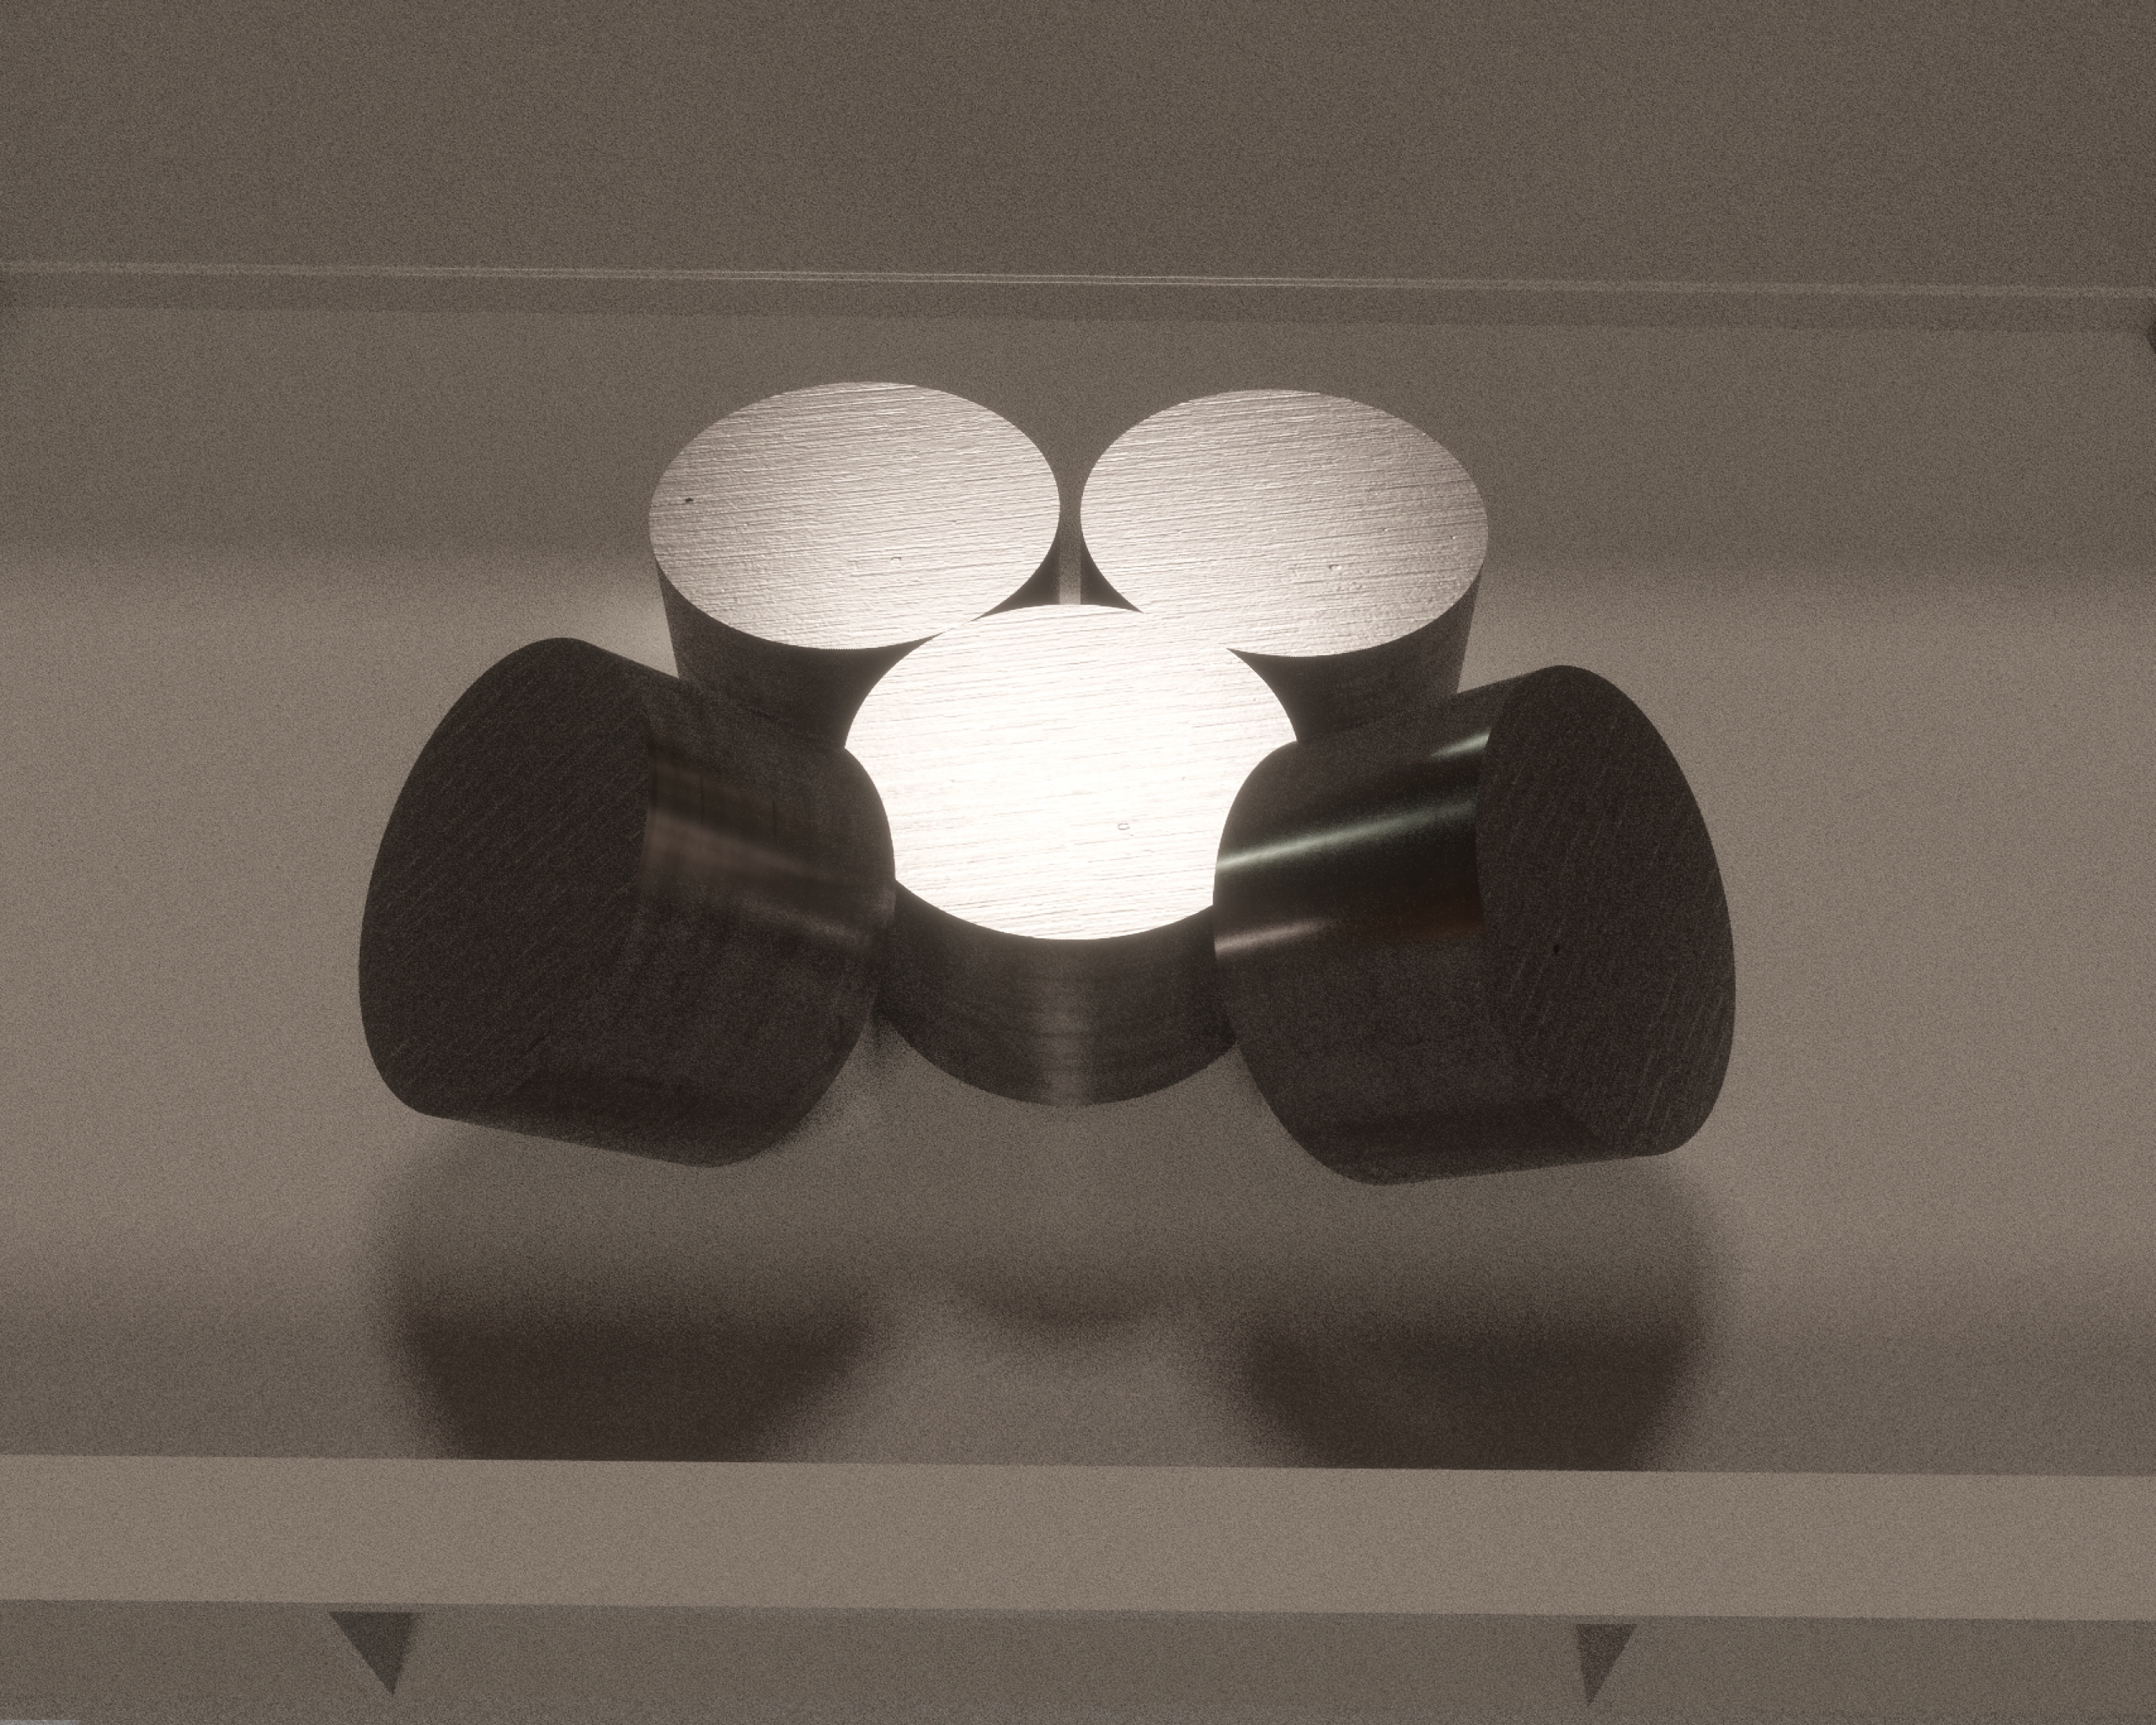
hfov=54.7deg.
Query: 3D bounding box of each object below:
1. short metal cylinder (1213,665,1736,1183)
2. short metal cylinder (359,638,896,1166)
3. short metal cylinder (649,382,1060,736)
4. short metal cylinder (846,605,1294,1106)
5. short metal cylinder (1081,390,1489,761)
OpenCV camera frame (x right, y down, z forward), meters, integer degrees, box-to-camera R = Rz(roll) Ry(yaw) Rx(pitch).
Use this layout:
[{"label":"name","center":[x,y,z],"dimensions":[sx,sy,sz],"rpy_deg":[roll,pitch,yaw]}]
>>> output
[{"label":"short metal cylinder","center":[0.068,0.012,0.350],"dimensions":[0.050,0.080,0.080],"rpy_deg":[-15,37,41]},{"label":"short metal cylinder","center":[-0.077,0.008,0.352],"dimensions":[0.050,0.080,0.080],"rpy_deg":[22,33,-44]},{"label":"short metal cylinder","center":[-0.044,-0.054,0.430],"dimensions":[0.081,0.050,0.080],"rpy_deg":[0,50,0]},{"label":"short metal cylinder","center":[-0.001,-0.002,0.386],"dimensions":[0.081,0.050,0.080],"rpy_deg":[0,50,0]},{"label":"short metal cylinder","center":[0.041,-0.053,0.432],"dimensions":[0.081,0.050,0.080],"rpy_deg":[0,50,0]}]
